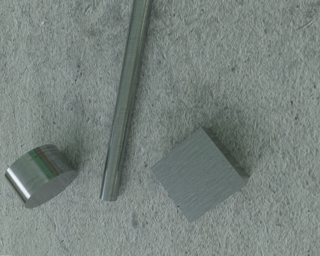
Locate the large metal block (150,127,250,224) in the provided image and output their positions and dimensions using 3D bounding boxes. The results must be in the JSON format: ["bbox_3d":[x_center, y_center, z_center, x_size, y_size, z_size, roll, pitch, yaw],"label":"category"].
[{"bbox_3d":[0.050,0.055,0.378,0.080,0.050,0.080,-40,78,15],"label":"large metal block"}]

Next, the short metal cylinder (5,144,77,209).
[{"bbox_3d":[-0.167,0.068,0.439,0.080,0.080,0.050,-45,76,14],"label":"short metal cylinder"}]

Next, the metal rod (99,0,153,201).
[{"bbox_3d":[-0.046,-0.048,0.424,0.025,0.025,0.298,12,94,19],"label":"metal rod"}]
